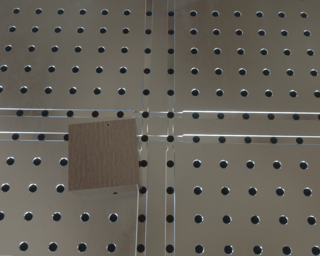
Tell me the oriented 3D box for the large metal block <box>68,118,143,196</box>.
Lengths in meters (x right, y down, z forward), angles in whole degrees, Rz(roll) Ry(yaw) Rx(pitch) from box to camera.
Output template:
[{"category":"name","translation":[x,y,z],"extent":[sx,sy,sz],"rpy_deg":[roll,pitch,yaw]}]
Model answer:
[{"category":"large metal block","translation":[-0.066,0.038,0.384],"extent":[0.080,0.050,0.080],"rpy_deg":[-5,70,-2]}]
